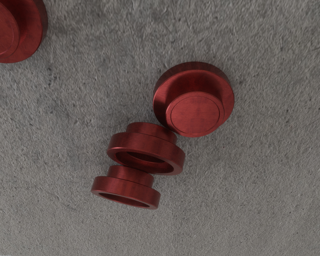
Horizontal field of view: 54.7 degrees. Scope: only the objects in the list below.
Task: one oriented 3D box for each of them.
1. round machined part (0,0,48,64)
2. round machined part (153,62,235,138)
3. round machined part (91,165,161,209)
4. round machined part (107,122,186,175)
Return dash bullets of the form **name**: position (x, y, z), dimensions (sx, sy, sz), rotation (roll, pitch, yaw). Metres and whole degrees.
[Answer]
- **round machined part**: position (-0.166, -0.106, 0.304), dimensions (0.099, 0.042, 0.097), rotation (0, 130, 0)
- **round machined part**: position (0.041, -0.027, 0.374), dimensions (0.099, 0.042, 0.097), rotation (0, 130, 0)
- **round machined part**: position (-0.046, 0.085, 0.449), dimensions (0.098, 0.042, 0.098), rotation (12, 159, 5)
- **round machined part**: position (-0.015, 0.025, 0.399), dimensions (0.098, 0.042, 0.098), rotation (12, 158, 5)
